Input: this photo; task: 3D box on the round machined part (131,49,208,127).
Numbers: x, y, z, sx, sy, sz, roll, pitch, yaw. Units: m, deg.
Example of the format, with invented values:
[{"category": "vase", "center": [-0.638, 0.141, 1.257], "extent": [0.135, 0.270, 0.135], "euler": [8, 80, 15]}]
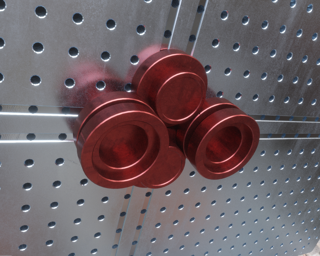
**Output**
[{"category": "round machined part", "center": [0.017, -0.043, 0.382], "extent": [0.099, 0.042, 0.097], "euler": [-14, 124, -21]}]

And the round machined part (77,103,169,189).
[{"category": "round machined part", "center": [-0.043, 0.016, 0.344], "extent": [0.099, 0.042, 0.097], "euler": [-14, 124, -21]}]

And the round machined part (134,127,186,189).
[{"category": "round machined part", "center": [-0.005, 0.043, 0.423], "extent": [0.099, 0.042, 0.097], "euler": [-14, 124, -21]}]

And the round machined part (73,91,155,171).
[{"category": "round machined part", "center": [-0.054, 0.001, 0.370], "extent": [0.099, 0.042, 0.097], "euler": [-14, 124, -21]}]

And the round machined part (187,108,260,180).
[{"category": "round machined part", "center": [0.079, 0.017, 0.411], "extent": [0.099, 0.042, 0.097], "euler": [-14, 124, -21]}]

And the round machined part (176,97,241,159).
[{"category": "round machined part", "center": [0.066, 0.001, 0.435], "extent": [0.099, 0.042, 0.097], "euler": [-14, 124, -21]}]
